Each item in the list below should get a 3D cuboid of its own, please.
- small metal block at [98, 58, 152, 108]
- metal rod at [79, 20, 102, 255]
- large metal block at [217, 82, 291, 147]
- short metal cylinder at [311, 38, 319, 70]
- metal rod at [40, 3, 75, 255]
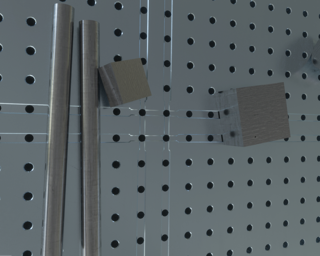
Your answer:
[{"bbox_3d":[-0.043,-0.057,0.387,0.050,0.025,0.050,-23,99,-46],"label":"small metal block"},{"bbox_3d":[-0.086,0.020,0.381,0.025,0.025,0.298,-1,90,-20],"label":"metal rod"},{"bbox_3d":[0.136,-0.020,0.451,0.081,0.050,0.079,-10,94,-20],"label":"large metal block"},{"bbox_3d":[0.294,-0.120,0.494,0.050,0.080,0.080,23,82,-19],"label":"short metal cylinder"},{"bbox_3d":[-0.122,0.005,0.368,0.025,0.025,0.298,3,89,-20],"label":"metal rod"}]
